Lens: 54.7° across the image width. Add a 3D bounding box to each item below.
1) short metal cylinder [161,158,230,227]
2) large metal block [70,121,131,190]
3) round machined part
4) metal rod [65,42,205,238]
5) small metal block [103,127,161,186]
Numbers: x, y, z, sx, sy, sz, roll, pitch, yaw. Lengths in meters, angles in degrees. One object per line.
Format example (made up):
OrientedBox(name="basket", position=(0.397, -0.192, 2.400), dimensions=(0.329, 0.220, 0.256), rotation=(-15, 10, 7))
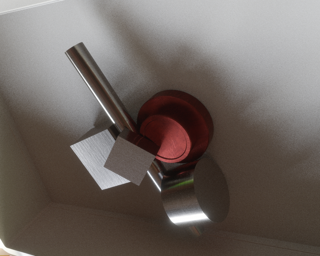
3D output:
OrientedBox(name="short metal cylinder", position=(0.046, 0.083, 0.397), dimensions=(0.050, 0.080, 0.080), rotation=(-22, 107, 36))
OrientedBox(name="large metal block", position=(-0.065, 0.034, 0.441), dimensions=(0.080, 0.050, 0.080), rotation=(-22, 107, 36))
OrientedBox(name="round machined part", position=(0.014, 0.005, 0.389), dimensions=(0.098, 0.042, 0.097), rotation=(13, 124, 20))
OrientedBox(name="metal rod", position=(-0.026, 0.026, 0.408), dimensions=(0.025, 0.025, 0.299), rotation=(-23, 107, 36))
OrientedBox(name="small metal block", position=(-0.035, 0.035, 0.383), dimensions=(0.050, 0.025, 0.050), rotation=(29, 117, 1))
